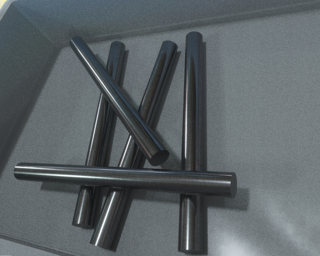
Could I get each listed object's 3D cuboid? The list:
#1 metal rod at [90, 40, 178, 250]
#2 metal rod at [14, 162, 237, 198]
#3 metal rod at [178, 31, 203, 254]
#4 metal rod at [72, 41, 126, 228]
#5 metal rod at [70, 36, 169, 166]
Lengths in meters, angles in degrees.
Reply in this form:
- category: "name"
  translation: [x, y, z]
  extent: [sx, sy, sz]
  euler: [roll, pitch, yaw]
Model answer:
- category: "metal rod"
  translation: [-0.027, 0.006, 0.416]
  extent: [0.025, 0.025, 0.300]
  euler: [4, 63, 30]
- category: "metal rod"
  translation: [-0.062, 0.058, 0.368]
  extent: [0.300, 0.025, 0.025]
  euler: [-1, 61, 27]
- category: "metal rod"
  translation: [0.041, -0.005, 0.387]
  extent: [0.025, 0.025, 0.299]
  euler: [-10, 57, 23]
- category: "metal rod"
  translation: [-0.084, -0.009, 0.455]
  extent: [0.025, 0.025, 0.299]
  euler: [-9, 58, 24]
- category: "metal rod"
  translation: [-0.073, -0.057, 0.445]
  extent: [0.025, 0.025, 0.300]
  euler: [-40, 51, 1]
